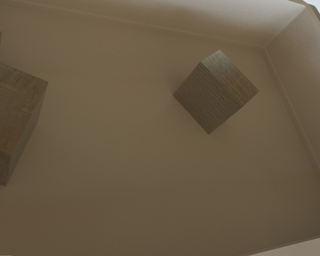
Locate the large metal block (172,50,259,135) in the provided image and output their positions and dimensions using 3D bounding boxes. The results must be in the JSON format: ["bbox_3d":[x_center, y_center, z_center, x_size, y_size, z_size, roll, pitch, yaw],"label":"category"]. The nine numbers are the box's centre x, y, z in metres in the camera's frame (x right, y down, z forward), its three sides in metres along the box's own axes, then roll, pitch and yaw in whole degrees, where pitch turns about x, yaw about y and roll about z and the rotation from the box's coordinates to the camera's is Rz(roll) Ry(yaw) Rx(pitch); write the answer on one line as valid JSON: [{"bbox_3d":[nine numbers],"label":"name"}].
[{"bbox_3d":[0.078,-0.050,0.445,0.080,0.080,0.050,48,51,5],"label":"large metal block"}]

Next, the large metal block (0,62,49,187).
[{"bbox_3d":[-0.150,-0.002,0.291,0.050,0.080,0.080,23,53,-16],"label":"large metal block"}]
